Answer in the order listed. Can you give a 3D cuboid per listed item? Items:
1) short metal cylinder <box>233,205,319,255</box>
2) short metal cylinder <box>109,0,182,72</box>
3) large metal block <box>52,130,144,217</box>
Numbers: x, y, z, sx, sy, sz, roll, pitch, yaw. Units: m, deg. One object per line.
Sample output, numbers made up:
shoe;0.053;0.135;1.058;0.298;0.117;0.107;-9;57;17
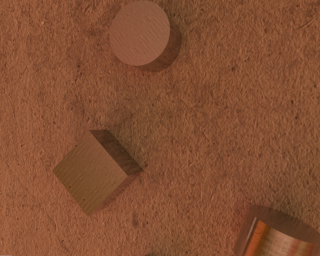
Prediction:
short metal cylinder;0.127;0.125;0.335;0.080;0.080;0.050;21;97;19
short metal cylinder;-0.017;-0.116;0.402;0.080;0.050;0.079;0;90;20
large metal block;-0.085;0.059;0.425;0.080;0.050;0.080;-46;76;14
